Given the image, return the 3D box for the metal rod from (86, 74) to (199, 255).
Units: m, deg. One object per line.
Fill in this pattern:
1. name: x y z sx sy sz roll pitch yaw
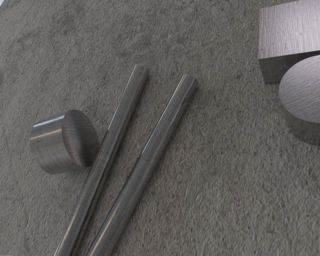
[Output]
1. metal rod: -0.026 0.062 0.379 0.025 0.025 0.300 16 70 34

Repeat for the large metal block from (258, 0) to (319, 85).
1. large metal block: 0.163 -0.102 0.365 0.080 0.050 0.080 -3 60 26

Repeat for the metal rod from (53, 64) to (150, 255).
1. metal rod: -0.075 0.042 0.417 0.025 0.025 0.300 6 64 31

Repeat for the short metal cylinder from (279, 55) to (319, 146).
1. short metal cylinder: 0.167 -0.028 0.317 0.080 0.050 0.080 -13 56 21

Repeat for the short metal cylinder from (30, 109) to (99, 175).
1. short metal cylinder: -0.128 0.020 0.424 0.050 0.080 0.080 -16 55 19
